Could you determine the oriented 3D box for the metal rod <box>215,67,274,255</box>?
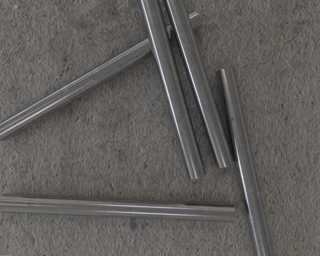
[{"bbox_3d":[0.117,0.069,0.410,0.025,0.025,0.298,-12,90,0],"label":"metal rod"}]

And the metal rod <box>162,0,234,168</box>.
[{"bbox_3d":[0.038,-0.092,0.389,0.025,0.025,0.298,-19,98,0],"label":"metal rod"}]

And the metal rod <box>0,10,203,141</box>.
[{"bbox_3d":[-0.080,-0.069,0.409,0.301,0.025,0.025,-30,90,0],"label":"metal rod"}]

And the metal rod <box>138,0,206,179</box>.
[{"bbox_3d":[0.008,-0.079,0.388,0.025,0.025,0.298,-16,99,0],"label":"metal rod"}]

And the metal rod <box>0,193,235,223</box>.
[{"bbox_3d":[-0.054,0.106,0.409,0.302,0.025,0.025,3,90,0],"label":"metal rod"}]
